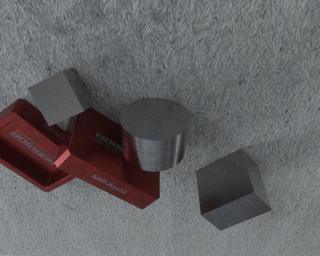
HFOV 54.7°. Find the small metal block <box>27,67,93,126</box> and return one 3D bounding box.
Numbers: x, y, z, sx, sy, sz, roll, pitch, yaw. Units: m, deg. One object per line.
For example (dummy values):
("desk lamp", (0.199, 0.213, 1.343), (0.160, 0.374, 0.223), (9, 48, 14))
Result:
("small metal block", (-0.116, -0.036, 0.364), (0.050, 0.025, 0.050), (-21, 104, 17))

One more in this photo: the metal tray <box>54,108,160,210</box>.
("metal tray", (-0.059, 0.037, 0.395), (0.130, 0.090, 0.030), (34, 122, -25))

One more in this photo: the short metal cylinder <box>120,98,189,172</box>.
("short metal cylinder", (-0.007, 0.006, 0.376), (0.081, 0.080, 0.050), (1, 130, -1))

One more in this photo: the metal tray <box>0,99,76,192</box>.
("metal tray", (-0.172, 0.030, 0.427), (0.090, 0.030, 0.130), (-29, 125, 22))

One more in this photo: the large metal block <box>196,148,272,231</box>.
("large metal block", (0.103, 0.088, 0.448), (0.080, 0.080, 0.050), (-31, 124, 24))
